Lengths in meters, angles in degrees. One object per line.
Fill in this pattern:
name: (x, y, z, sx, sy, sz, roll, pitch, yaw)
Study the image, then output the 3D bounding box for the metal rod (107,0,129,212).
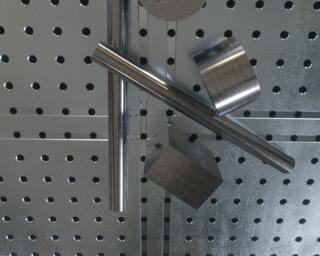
metal rod: (-0.055, -0.024, 0.403, 0.025, 0.025, 0.298, 2, 110, -1)

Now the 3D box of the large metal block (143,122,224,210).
large metal block: (0.028, 0.046, 0.401, 0.080, 0.080, 0.050, 34, 106, -12)

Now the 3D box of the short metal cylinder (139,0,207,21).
short metal cylinder: (0.013, -0.160, 0.341, 0.081, 0.050, 0.079, 0, 110, 0)

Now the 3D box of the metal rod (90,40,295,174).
metal rod: (0.053, -0.018, 0.392, 0.301, 0.025, 0.025, 29, 108, -16)

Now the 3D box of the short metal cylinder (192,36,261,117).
short metal cylinder: (0.077, -0.059, 0.363, 0.050, 0.080, 0.080, -25, 108, 9)
